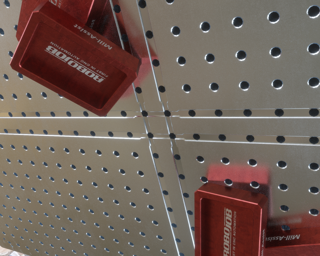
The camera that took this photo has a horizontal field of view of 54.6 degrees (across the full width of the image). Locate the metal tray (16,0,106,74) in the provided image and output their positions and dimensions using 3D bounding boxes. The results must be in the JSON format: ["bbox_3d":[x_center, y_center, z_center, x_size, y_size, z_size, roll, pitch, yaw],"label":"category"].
[{"bbox_3d":[-0.126,-0.142,0.388,0.090,0.030,0.129,37,129,3],"label":"metal tray"}]

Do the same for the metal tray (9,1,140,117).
[{"bbox_3d":[-0.102,-0.078,0.379,0.131,0.030,0.090,30,128,-21],"label":"metal tray"}]

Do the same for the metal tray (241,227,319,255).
[{"bbox_3d":[0.186,0.184,0.424,0.130,0.030,0.090,-21,107,36],"label":"metal tray"}]

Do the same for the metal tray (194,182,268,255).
[{"bbox_3d":[0.094,0.146,0.421,0.090,0.030,0.129,7,107,32],"label":"metal tray"}]
